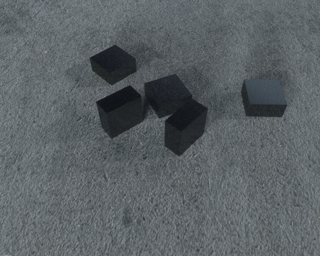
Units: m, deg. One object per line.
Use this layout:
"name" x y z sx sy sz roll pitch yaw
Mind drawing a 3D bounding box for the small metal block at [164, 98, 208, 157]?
"small metal block" 0.032 0.000 0.387 0.025 0.050 0.050 35 58 25

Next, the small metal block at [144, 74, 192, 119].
"small metal block" 0.011 -0.046 0.442 0.050 0.025 0.050 -20 53 -16

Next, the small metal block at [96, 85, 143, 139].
"small metal block" -0.051 -0.021 0.404 0.050 0.050 0.025 -30 57 -23

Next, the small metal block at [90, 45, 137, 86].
"small metal block" -0.073 -0.100 0.486 0.050 0.025 0.050 -36 59 -26

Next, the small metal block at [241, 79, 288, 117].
"small metal block" 0.146 -0.043 0.440 0.050 0.025 0.050 1 50 1
